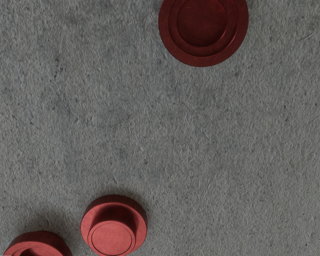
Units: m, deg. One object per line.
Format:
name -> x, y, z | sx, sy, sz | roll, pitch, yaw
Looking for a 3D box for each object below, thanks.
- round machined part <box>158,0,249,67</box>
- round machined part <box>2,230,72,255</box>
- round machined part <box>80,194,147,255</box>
round machined part -> 0.047, -0.122, 0.356 | 0.099, 0.042, 0.097 | 0, 110, 0
round machined part -> -0.182, 0.197, 0.472 | 0.099, 0.042, 0.097 | 0, 110, 0
round machined part -> -0.068, 0.151, 0.456 | 0.099, 0.042, 0.097 | 0, 110, 0
